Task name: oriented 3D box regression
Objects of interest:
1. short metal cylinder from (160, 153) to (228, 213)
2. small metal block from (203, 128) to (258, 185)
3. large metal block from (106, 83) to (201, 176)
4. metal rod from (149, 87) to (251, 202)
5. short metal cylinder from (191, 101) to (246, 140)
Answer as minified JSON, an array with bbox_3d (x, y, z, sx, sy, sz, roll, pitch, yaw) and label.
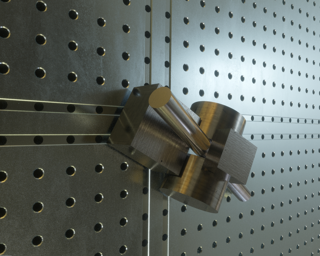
[{"bbox_3d":[0.046,0.073,0.408,0.080,0.080,0.050,37,67,-34],"label":"short metal cylinder"},{"bbox_3d":[0.085,0.035,0.374,0.050,0.025,0.050,32,70,-26],"label":"small metal block"},{"bbox_3d":[-0.005,0.003,0.381,0.080,0.050,0.080,36,68,-34],"label":"large metal block"},{"bbox_3d":[0.071,0.041,0.413,0.300,0.025,0.025,45,62,-48],"label":"metal rod"},{"bbox_3d":[0.073,0.004,0.431,0.080,0.080,0.050,34,69,-35],"label":"short metal cylinder"}]
